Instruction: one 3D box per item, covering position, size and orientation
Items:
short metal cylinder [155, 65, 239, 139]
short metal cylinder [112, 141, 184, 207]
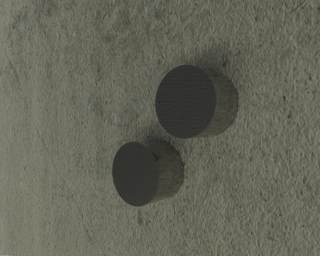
[{"bbox_3d":[0.041,-0.028,0.354,0.080,0.050,0.080,0,90,40],"label":"short metal cylinder"},{"bbox_3d":[-0.016,0.057,0.402,0.080,0.050,0.080,0,90,40],"label":"short metal cylinder"}]
